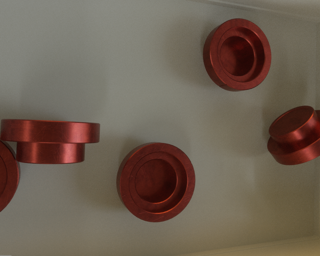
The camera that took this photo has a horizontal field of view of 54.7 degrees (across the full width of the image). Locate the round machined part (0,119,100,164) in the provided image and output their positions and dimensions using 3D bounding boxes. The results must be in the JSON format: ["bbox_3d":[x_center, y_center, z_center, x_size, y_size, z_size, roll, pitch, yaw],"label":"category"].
[{"bbox_3d":[-0.115,0.014,0.330,0.099,0.098,0.042,2,90,-20],"label":"round machined part"}]

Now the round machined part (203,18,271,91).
[{"bbox_3d":[0.104,-0.100,0.440,0.099,0.042,0.097,0,90,-20],"label":"round machined part"}]

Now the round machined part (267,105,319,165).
[{"bbox_3d":[0.198,0.005,0.444,0.098,0.098,0.042,-43,104,-15],"label":"round machined part"}]

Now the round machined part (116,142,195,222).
[{"bbox_3d":[-0.008,0.067,0.399,0.099,0.042,0.097,0,90,-20],"label":"round machined part"}]

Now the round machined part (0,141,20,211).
[{"bbox_3d":[-0.201,0.049,0.327,0.099,0.042,0.097,0,91,-19],"label":"round machined part"}]
